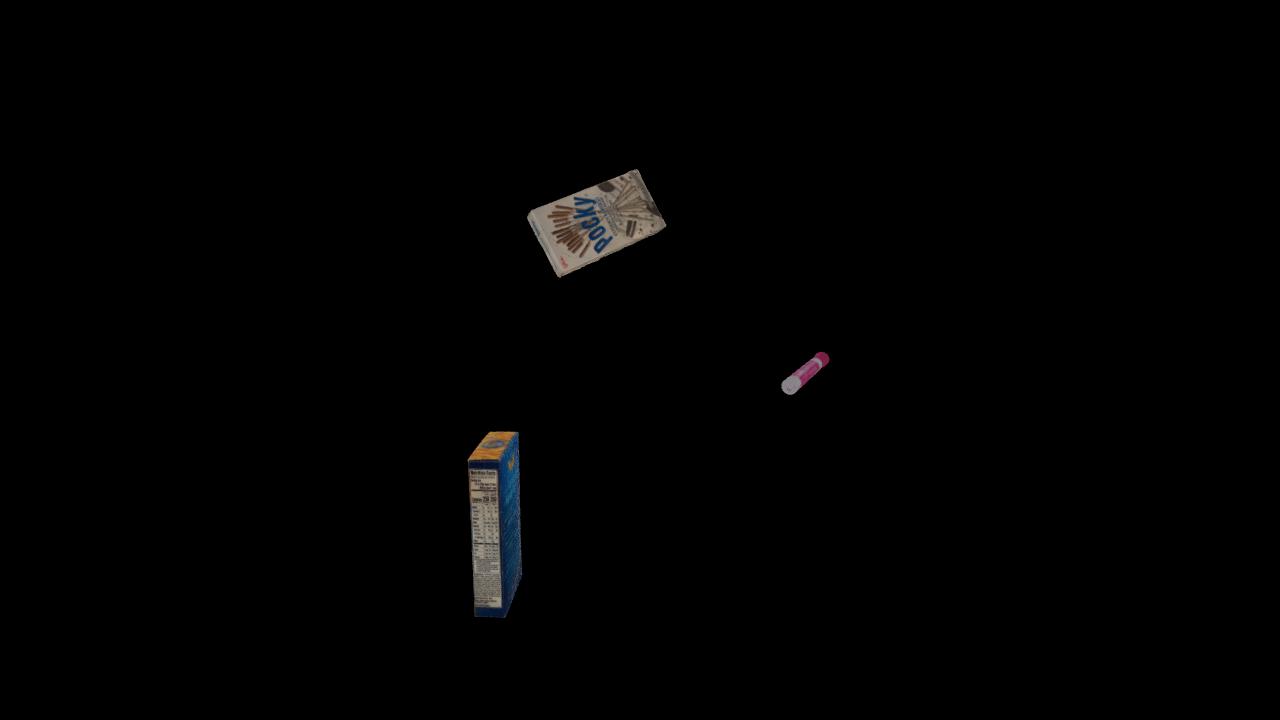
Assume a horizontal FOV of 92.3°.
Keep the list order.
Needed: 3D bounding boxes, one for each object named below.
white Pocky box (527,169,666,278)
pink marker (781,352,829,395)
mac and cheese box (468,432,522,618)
[{"bbox_3d":[-0.050,-0.168,0.747,0.154,0.084,0.028,-29,3,-23],"label":"white Pocky box"},{"bbox_3d":[0.201,0.014,0.737,0.020,0.020,0.121,0,16,35],"label":"pink marker"},{"bbox_3d":[-0.160,0.182,0.691,0.041,0.184,0.093,1,11,2],"label":"mac and cheese box"}]
